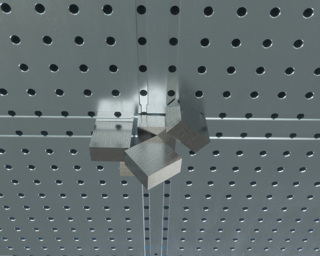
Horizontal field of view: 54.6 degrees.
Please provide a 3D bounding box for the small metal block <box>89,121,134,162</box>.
[{"bbox_3d":[-0.062,0.017,0.409,0.050,0.050,0.025,2,131,-1],"label":"small metal block"}]

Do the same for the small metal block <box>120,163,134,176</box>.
[{"bbox_3d":[-0.027,0.048,0.432,0.050,0.050,0.025,1,99,-1],"label":"small metal block"}]

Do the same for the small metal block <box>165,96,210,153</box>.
[{"bbox_3d":[0.034,-0.005,0.391,0.050,0.050,0.025,35,121,-26],"label":"small metal block"}]

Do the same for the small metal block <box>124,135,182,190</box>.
[{"bbox_3d":[-0.009,0.042,0.384,0.050,0.050,0.025,-25,138,-29],"label":"small metal block"}]

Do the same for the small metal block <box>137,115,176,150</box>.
[{"bbox_3d":[-0.004,0.009,0.419,0.050,0.025,0.050,0,130,-2],"label":"small metal block"}]
